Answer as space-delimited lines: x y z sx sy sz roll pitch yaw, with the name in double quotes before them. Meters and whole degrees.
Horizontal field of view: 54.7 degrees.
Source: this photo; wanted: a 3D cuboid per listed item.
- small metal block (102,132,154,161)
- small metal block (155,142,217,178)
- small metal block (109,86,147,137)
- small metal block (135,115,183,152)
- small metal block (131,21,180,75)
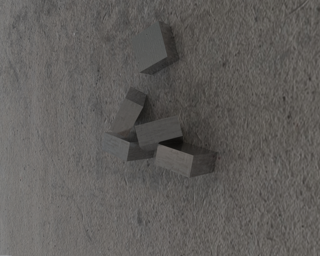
"small metal block" -0.042 0.024 0.424 0.050 0.050 0.025 18 102 38
"small metal block" 0.031 0.035 0.363 0.050 0.050 0.025 16 101 38
"small metal block" -0.043 -0.023 0.422 0.025 0.050 0.050 26 113 -9
"small metal block" 0.001 0.008 0.375 0.050 0.050 0.025 -15 78 2
"small metal block" -0.007 -0.105 0.411 0.050 0.025 0.050 -22 77 38
